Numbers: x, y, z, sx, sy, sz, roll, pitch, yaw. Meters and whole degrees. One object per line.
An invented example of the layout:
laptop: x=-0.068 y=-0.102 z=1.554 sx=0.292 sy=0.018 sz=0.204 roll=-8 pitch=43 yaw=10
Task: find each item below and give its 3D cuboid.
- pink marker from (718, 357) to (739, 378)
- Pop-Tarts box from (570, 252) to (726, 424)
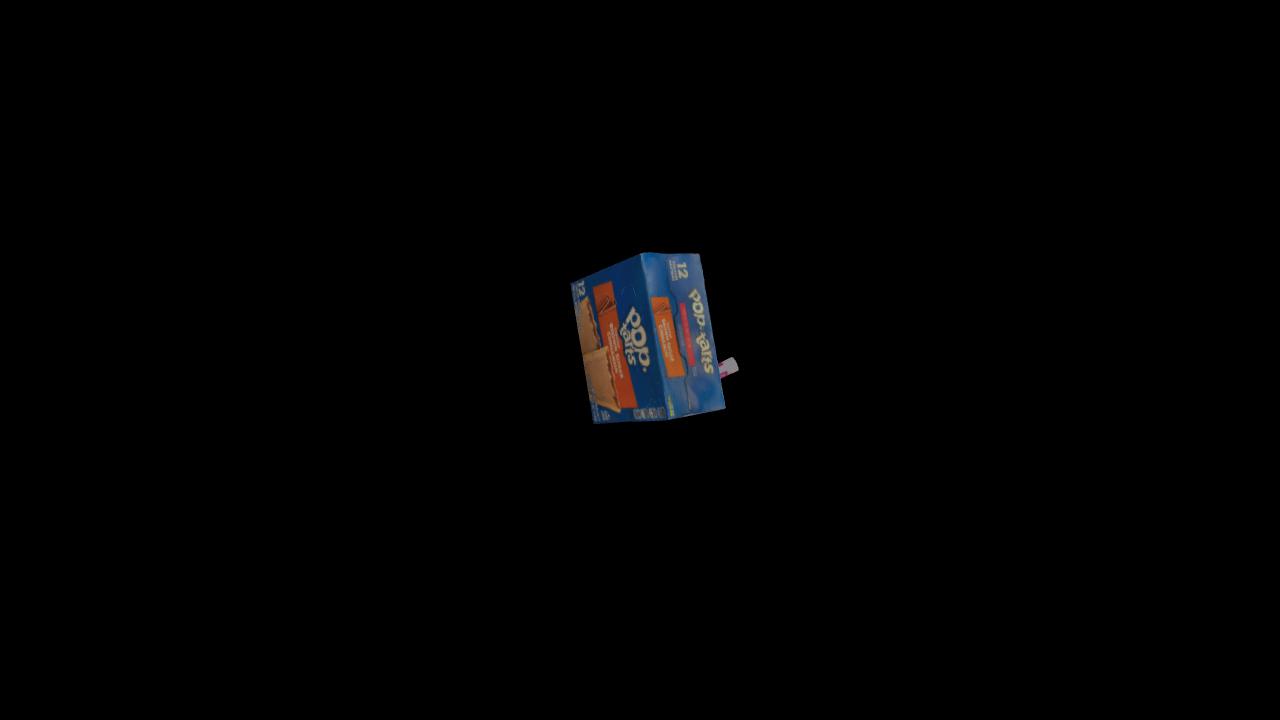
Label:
pink marker: x=0.063 y=0.030 z=0.758 sx=0.121 sy=0.020 sz=0.020 roll=-25 pitch=1 yaw=-1
Pop-Tarts box: x=0.004 y=-0.019 z=0.671 sx=0.083 sy=0.167 sz=0.141 roll=-10 pitch=0 yaw=-37
